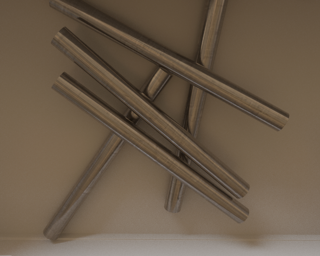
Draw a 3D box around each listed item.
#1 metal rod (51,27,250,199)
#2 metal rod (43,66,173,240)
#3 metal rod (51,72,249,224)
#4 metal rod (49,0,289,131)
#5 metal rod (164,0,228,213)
[{"bbox_3d":[-0.001,-0.009,0.380,0.300,0.025,0.025,40,105,-14],"label":"metal rod"},{"bbox_3d":[-0.079,0.044,0.426,0.025,0.025,0.299,33,106,-12],"label":"metal rod"},{"bbox_3d":[-0.002,0.033,0.395,0.301,0.025,0.025,37,106,-13],"label":"metal rod"},{"bbox_3d":[0.013,-0.078,0.361,0.301,0.025,0.025,28,108,-2],"label":"metal rod"},{"bbox_3d":[0.043,-0.021,0.404,0.025,0.025,0.298,9,110,-4],"label":"metal rod"}]
